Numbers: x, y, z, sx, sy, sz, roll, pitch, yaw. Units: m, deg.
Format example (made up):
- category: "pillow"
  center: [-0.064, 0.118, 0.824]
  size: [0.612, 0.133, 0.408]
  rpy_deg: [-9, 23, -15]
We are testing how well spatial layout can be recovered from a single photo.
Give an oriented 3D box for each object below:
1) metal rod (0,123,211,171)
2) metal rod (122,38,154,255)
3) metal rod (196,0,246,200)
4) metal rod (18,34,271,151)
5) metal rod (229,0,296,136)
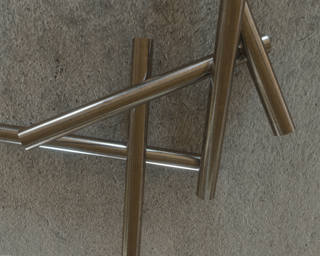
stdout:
- category: "metal rod"
  center: [-0.079, 0.027, 0.418]
  size: [0.302, 0.025, 0.025]
  rpy_deg: [9, 110, -4]
- category: "metal rod"
  center: [-0.030, 0.040, 0.396]
  size: [0.025, 0.025, 0.298]
  rpy_deg: [4, 100, -2]
- category: "metal rod"
  center: [0.069, -0.044, 0.353]
  size: [0.025, 0.025, 0.298]
  rpy_deg: [3, 116, -1]
- category: "metal rod"
  center: [-0.011, -0.044, 0.357]
  size: [0.302, 0.025, 0.025]
  rpy_deg: [-23, 109, -6]
- category: "metal rod"
  center: [0.085, -0.130, 0.338]
  size: [0.025, 0.025, 0.299]
  rpy_deg: [-23, 100, 8]
